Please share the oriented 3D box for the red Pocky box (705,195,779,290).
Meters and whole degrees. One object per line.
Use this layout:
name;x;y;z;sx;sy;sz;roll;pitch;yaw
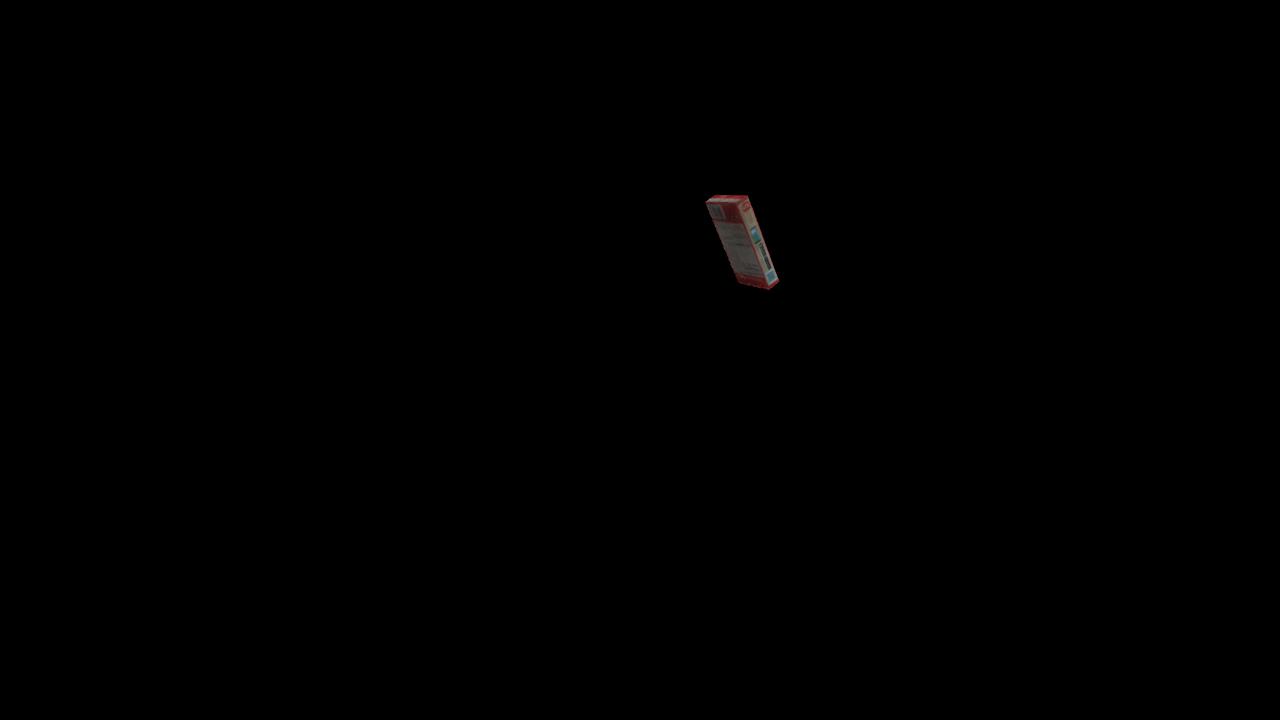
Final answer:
red Pocky box;0.162;-0.187;0.969;0.028;0.155;0.083;-37;30;-17
